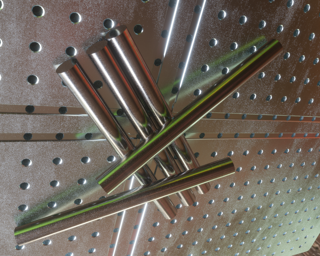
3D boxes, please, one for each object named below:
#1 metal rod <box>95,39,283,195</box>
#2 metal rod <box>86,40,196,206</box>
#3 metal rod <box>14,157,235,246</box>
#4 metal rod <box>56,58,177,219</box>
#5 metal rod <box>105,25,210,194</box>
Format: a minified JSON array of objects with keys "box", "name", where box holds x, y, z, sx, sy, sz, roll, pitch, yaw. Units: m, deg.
[{"box":[0.046,-0.022,0.398,0.301,0.025,0.025,-38,130,-13],"name":"metal rod"},{"box":[-0.009,0.017,0.418,0.025,0.025,0.299,-34,129,-6],"name":"metal rod"},{"box":[-0.040,0.097,0.424,0.302,0.025,0.025,-17,126,-9],"name":"metal rod"},{"box":[-0.040,0.037,0.414,0.025,0.025,0.299,-34,129,-6],"name":"metal rod"},{"box":[0.013,-0.001,0.419,0.025,0.025,0.299,-35,129,-5],"name":"metal rod"}]
